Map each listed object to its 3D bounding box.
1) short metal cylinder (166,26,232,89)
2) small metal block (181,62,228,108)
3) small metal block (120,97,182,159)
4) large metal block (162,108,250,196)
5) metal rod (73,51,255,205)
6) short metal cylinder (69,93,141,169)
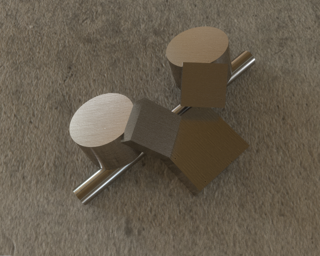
[{"bbox_3d":[0.053,-0.090,0.414,0.080,0.050,0.080,-9,51,12],"label":"short metal cylinder"},{"bbox_3d":[0.050,-0.051,0.362,0.050,0.025,0.050,2,101,0],"label":"small metal block"},{"bbox_3d":[-0.009,0.001,0.343,0.050,0.025,0.050,26,69,-25],"label":"small metal block"},{"bbox_3d":[0.048,0.026,0.385,0.080,0.050,0.080,-40,75,-13],"label":"large metal block"},{"bbox_3d":[0.015,-0.008,0.412,0.301,0.025,0.025,-39,75,-14],"label":"metal rod"},{"bbox_3d":[-0.062,0.004,0.379,0.080,0.050,0.080,-9,51,12],"label":"short metal cylinder"}]
